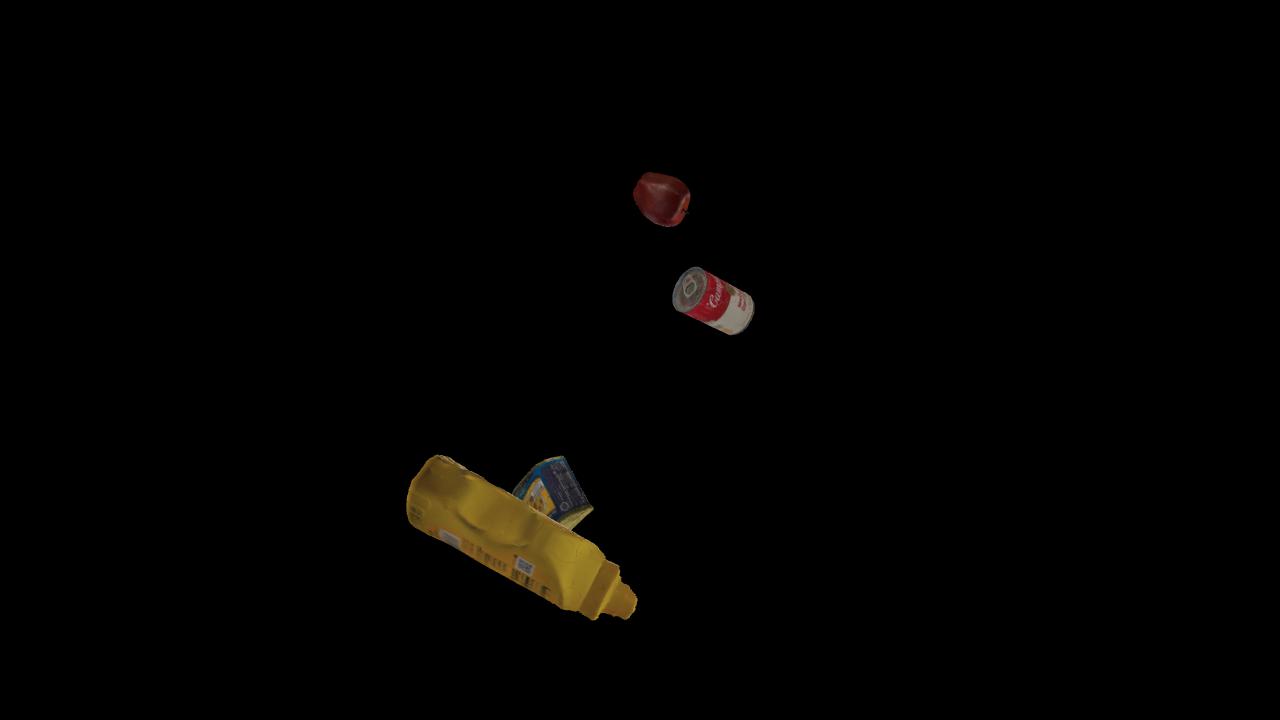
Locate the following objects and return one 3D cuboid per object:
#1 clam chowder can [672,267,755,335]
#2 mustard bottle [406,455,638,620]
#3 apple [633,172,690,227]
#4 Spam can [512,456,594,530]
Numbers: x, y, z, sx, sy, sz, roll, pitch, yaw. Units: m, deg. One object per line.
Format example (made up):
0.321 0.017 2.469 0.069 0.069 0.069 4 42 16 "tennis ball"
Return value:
0.106 -0.082 0.877 0.102 0.068 0.068 22 -13 -34 "clam chowder can"
-0.085 0.142 0.465 0.184 0.054 0.092 27 -40 8 "mustard bottle"
0.035 -0.251 0.967 0.093 0.079 0.079 30 5 8 "apple"
-0.121 0.191 0.831 0.058 0.085 0.101 -9 -31 -47 "Spam can"
